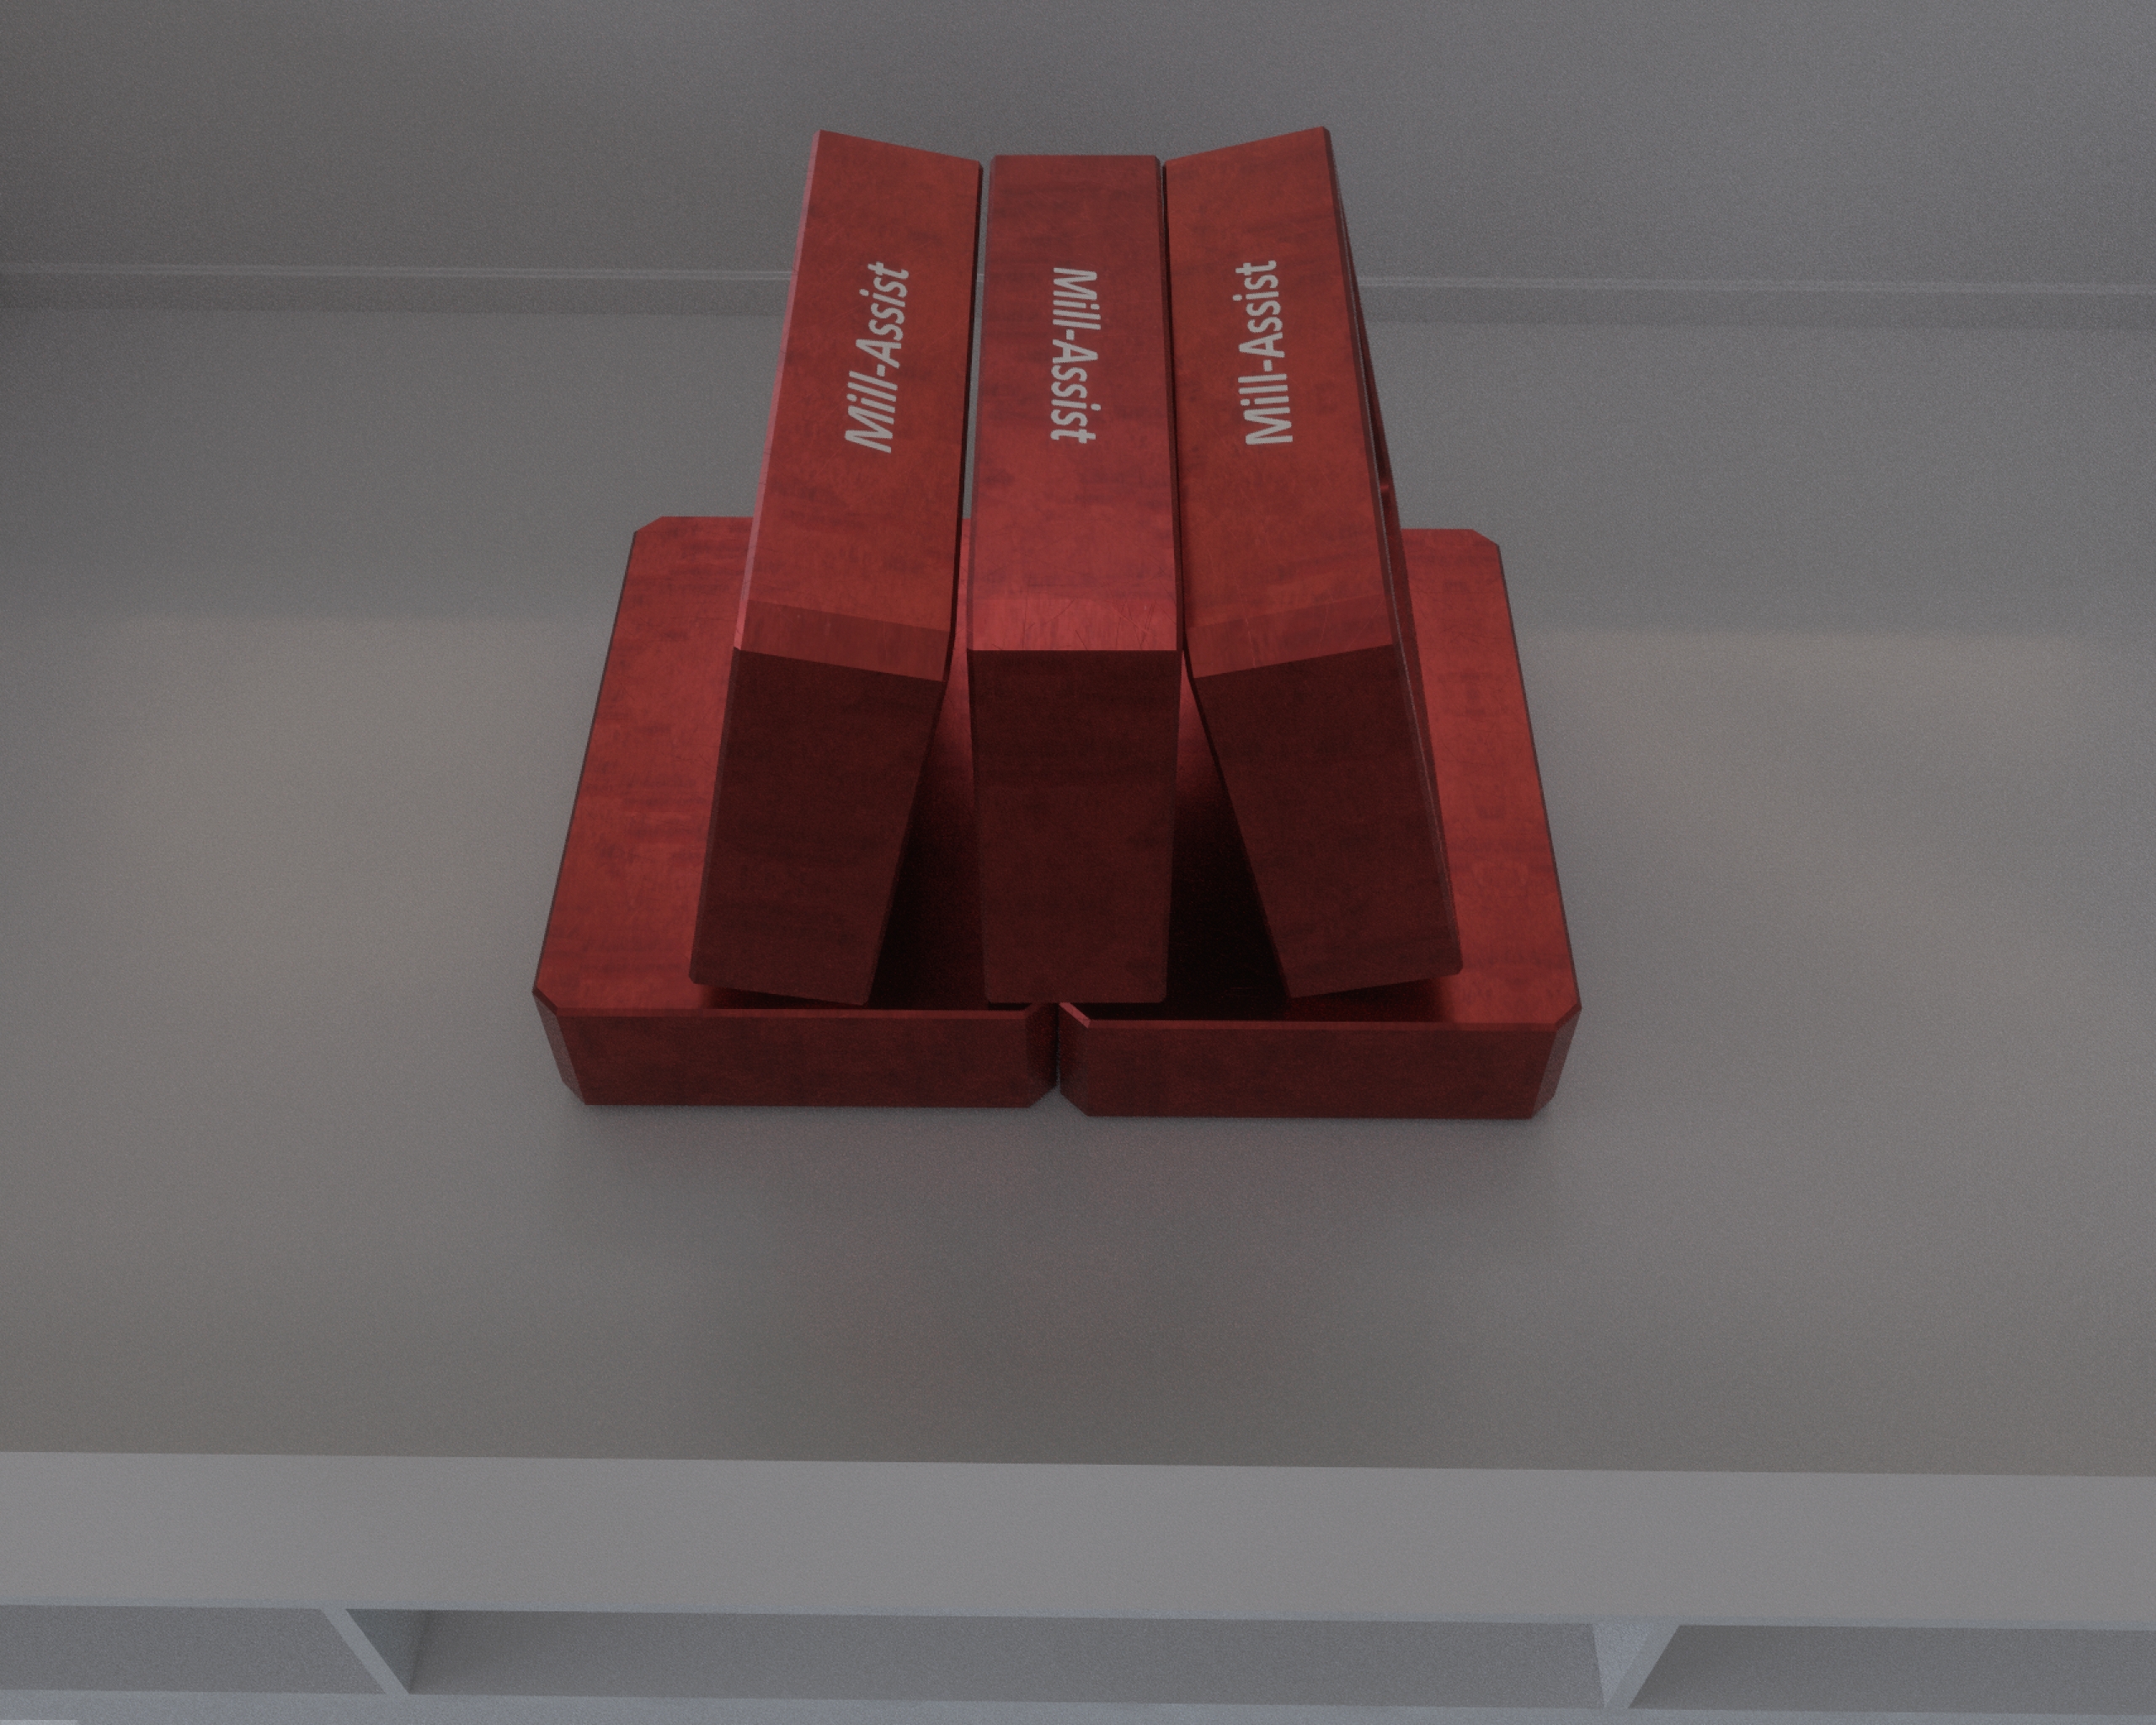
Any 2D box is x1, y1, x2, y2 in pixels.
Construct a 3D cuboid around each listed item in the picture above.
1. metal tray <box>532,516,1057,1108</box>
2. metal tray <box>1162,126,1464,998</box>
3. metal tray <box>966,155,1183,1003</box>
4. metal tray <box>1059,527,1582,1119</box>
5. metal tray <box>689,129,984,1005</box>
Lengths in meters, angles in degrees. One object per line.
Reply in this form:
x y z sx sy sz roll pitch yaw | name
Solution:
-0.049 -0.014 0.410 0.091 0.030 0.130 1 50 0 | metal tray
0.040 -0.053 0.364 0.030 0.090 0.130 -9 49 11 | metal tray
0.000 -0.051 0.363 0.030 0.089 0.130 0 48 0 | metal tray
0.043 -0.012 0.410 0.091 0.030 0.130 1 50 0 | metal tray
-0.041 -0.052 0.362 0.030 0.089 0.130 8 49 -10 | metal tray
